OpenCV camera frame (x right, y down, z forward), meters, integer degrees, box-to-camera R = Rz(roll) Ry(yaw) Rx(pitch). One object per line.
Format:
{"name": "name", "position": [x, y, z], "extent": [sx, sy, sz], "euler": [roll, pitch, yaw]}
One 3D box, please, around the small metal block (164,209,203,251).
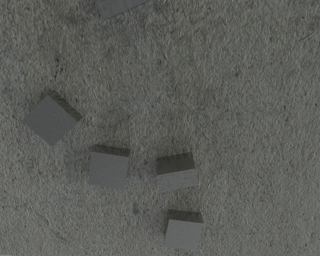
{"name": "small metal block", "position": [0.034, 0.153, 0.467], "extent": [0.050, 0.025, 0.050], "euler": [8, 110, -3]}

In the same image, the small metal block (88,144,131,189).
{"name": "small metal block", "position": [-0.070, 0.054, 0.429], "extent": [0.050, 0.025, 0.050], "euler": [9, 110, -4]}

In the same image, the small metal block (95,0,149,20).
{"name": "small metal block", "position": [-0.041, -0.143, 0.343], "extent": [0.050, 0.050, 0.025], "euler": [-21, 109, 7]}

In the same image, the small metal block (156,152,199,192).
{"name": "small metal block", "position": [0.023, 0.058, 0.418], "extent": [0.050, 0.050, 0.025], "euler": [-11, 110, 4]}

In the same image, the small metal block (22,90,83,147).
{"name": "small metal block", "position": [-0.139, -0.012, 0.404], "extent": [0.050, 0.025, 0.050], "euler": [-41, 105, 13]}
